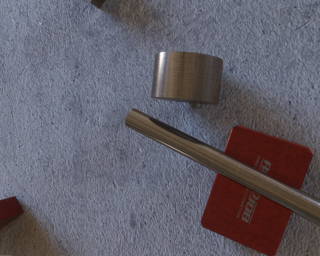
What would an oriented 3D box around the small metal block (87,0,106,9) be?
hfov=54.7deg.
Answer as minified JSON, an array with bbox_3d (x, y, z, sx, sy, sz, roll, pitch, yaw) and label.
[{"bbox_3d":[-0.094,-0.209,0.441,0.050,0.025,0.050,45,103,14],"label":"small metal block"}]

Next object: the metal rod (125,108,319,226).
[{"bbox_3d":[0.092,0.051,0.343,0.301,0.025,0.025,27,99,17],"label":"metal rod"}]

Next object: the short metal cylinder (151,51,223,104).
[{"bbox_3d":[0.032,-0.057,0.368,0.080,0.080,0.050,7,92,19],"label":"short metal cylinder"}]

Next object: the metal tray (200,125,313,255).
[{"bbox_3d":[0.112,0.071,0.367,0.090,0.030,0.129,19,96,18],"label":"metal tray"}]

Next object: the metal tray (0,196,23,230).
[{"bbox_3d":[-0.289,0.157,0.473,0.130,0.090,0.030,-35,79,16],"label":"metal tray"}]
